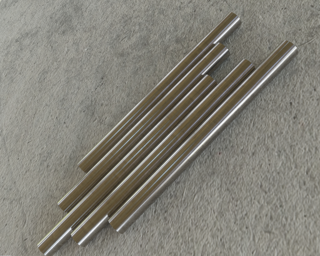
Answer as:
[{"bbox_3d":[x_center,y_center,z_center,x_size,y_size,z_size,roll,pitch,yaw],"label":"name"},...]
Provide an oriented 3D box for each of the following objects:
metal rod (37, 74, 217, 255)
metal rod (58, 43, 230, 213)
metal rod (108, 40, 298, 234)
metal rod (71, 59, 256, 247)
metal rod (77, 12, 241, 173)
[{"bbox_3d":[-0.037,0.045,0.396,0.300,0.025,0.025,-45,51,-4],"label":"metal rod"},{"bbox_3d":[-0.019,-0.002,0.415,0.300,0.025,0.025,-45,51,-4],"label":"metal rod"},{"bbox_3d":[0.054,0.008,0.371,0.300,0.025,0.025,-45,51,-4],"label":"metal rod"},{"bbox_3d":[0.007,0.028,0.383,0.300,0.025,0.025,-45,51,-4],"label":"metal rod"},{"bbox_3d":[0.002,-0.050,0.434,0.300,0.025,0.025,-45,51,-4],"label":"metal rod"}]
